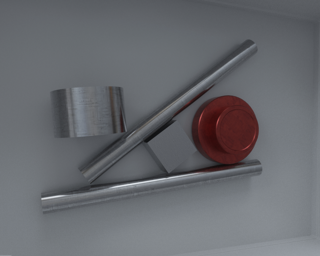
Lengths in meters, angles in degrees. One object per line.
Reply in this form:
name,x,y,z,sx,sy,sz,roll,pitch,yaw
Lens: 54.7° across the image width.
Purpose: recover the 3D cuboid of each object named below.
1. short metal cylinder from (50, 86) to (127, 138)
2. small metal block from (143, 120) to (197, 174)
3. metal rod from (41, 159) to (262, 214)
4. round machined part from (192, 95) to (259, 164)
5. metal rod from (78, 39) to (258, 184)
short metal cylinder,-0.080,-0.018,0.351,0.081,0.080,0.050,-5,92,-20
small metal block,0.013,0.024,0.414,0.050,0.025,0.050,-37,102,-16
metal rod,0.004,0.073,0.412,0.303,0.025,0.025,-6,92,-20
round machined part,0.099,0.002,0.436,0.099,0.042,0.097,0,90,-21
metal rod,0.022,-0.031,0.418,0.301,0.025,0.025,-38,103,-16
